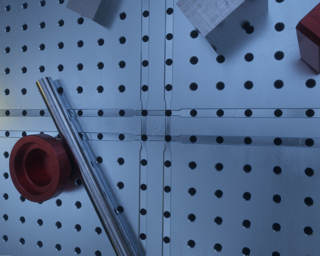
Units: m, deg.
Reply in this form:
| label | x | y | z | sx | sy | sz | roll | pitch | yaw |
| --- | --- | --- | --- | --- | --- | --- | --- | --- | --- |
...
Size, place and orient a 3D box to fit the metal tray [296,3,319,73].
| label | x | y | z | sx | sy | sz | roll | pitch | yaw |
| --- | --- | --- | --- | --- | --- | --- | --- | --- | --- |
| metal tray | 0.199 | -0.122 | 0.305 | 0.130 | 0.090 | 0.030 | -44 | 65 | 14 |

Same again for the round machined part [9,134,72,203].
| label | x | y | z | sx | sy | sz | roll | pitch | yaw |
| --- | --- | --- | --- | --- | --- | --- | --- | --- | --- |
| round machined part | -0.171 | 0.057 | 0.458 | 0.098 | 0.042 | 0.097 | 2 | 95 | 25 |

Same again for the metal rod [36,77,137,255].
| label | x | y | z | sx | sy | sz | roll | pitch | yaw |
| --- | --- | --- | --- | --- | --- | --- | --- | --- | --- |
| metal rod | -0.108 | 0.059 | 0.449 | 0.025 | 0.025 | 0.299 | -31 | 80 | 17 |

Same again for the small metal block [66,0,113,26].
| label | x | y | z | sx | sy | sz | roll | pitch | yaw |
| --- | --- | --- | --- | --- | --- | --- | --- | --- | --- |
| small metal block | -0.100 | -0.184 | 0.446 | 0.050 | 0.025 | 0.050 | 30 | 99 | 17 |

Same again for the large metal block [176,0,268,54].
| label | x | y | z | sx | sy | sz | roll | pitch | yaw |
| --- | --- | --- | --- | --- | --- | --- | --- | --- | --- |
| large metal block | 0.075 | -0.140 | 0.357 | 0.080 | 0.080 | 0.050 | -40 | 78 | 15 |
